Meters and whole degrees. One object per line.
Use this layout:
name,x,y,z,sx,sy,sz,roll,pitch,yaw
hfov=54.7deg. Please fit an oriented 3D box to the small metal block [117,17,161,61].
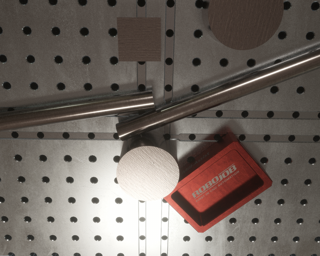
small metal block,-0.024,-0.107,0.374,0.050,0.025,0.050,0,110,-1

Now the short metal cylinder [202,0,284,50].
short metal cylinder,0.091,-0.132,0.353,0.081,0.050,0.079,0,110,-1

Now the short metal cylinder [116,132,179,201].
short metal cylinder,-0.016,0.051,0.419,0.081,0.050,0.079,0,110,-1

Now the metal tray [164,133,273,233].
metal tray,0.079,0.080,0.441,0.130,0.030,0.090,-39,106,13

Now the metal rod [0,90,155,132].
metal rod,-0.157,-0.015,0.405,0.302,0.025,0.025,-8,110,2

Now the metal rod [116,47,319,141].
metal rod,0.087,-0.046,0.397,0.301,0.025,0.025,-20,109,7
